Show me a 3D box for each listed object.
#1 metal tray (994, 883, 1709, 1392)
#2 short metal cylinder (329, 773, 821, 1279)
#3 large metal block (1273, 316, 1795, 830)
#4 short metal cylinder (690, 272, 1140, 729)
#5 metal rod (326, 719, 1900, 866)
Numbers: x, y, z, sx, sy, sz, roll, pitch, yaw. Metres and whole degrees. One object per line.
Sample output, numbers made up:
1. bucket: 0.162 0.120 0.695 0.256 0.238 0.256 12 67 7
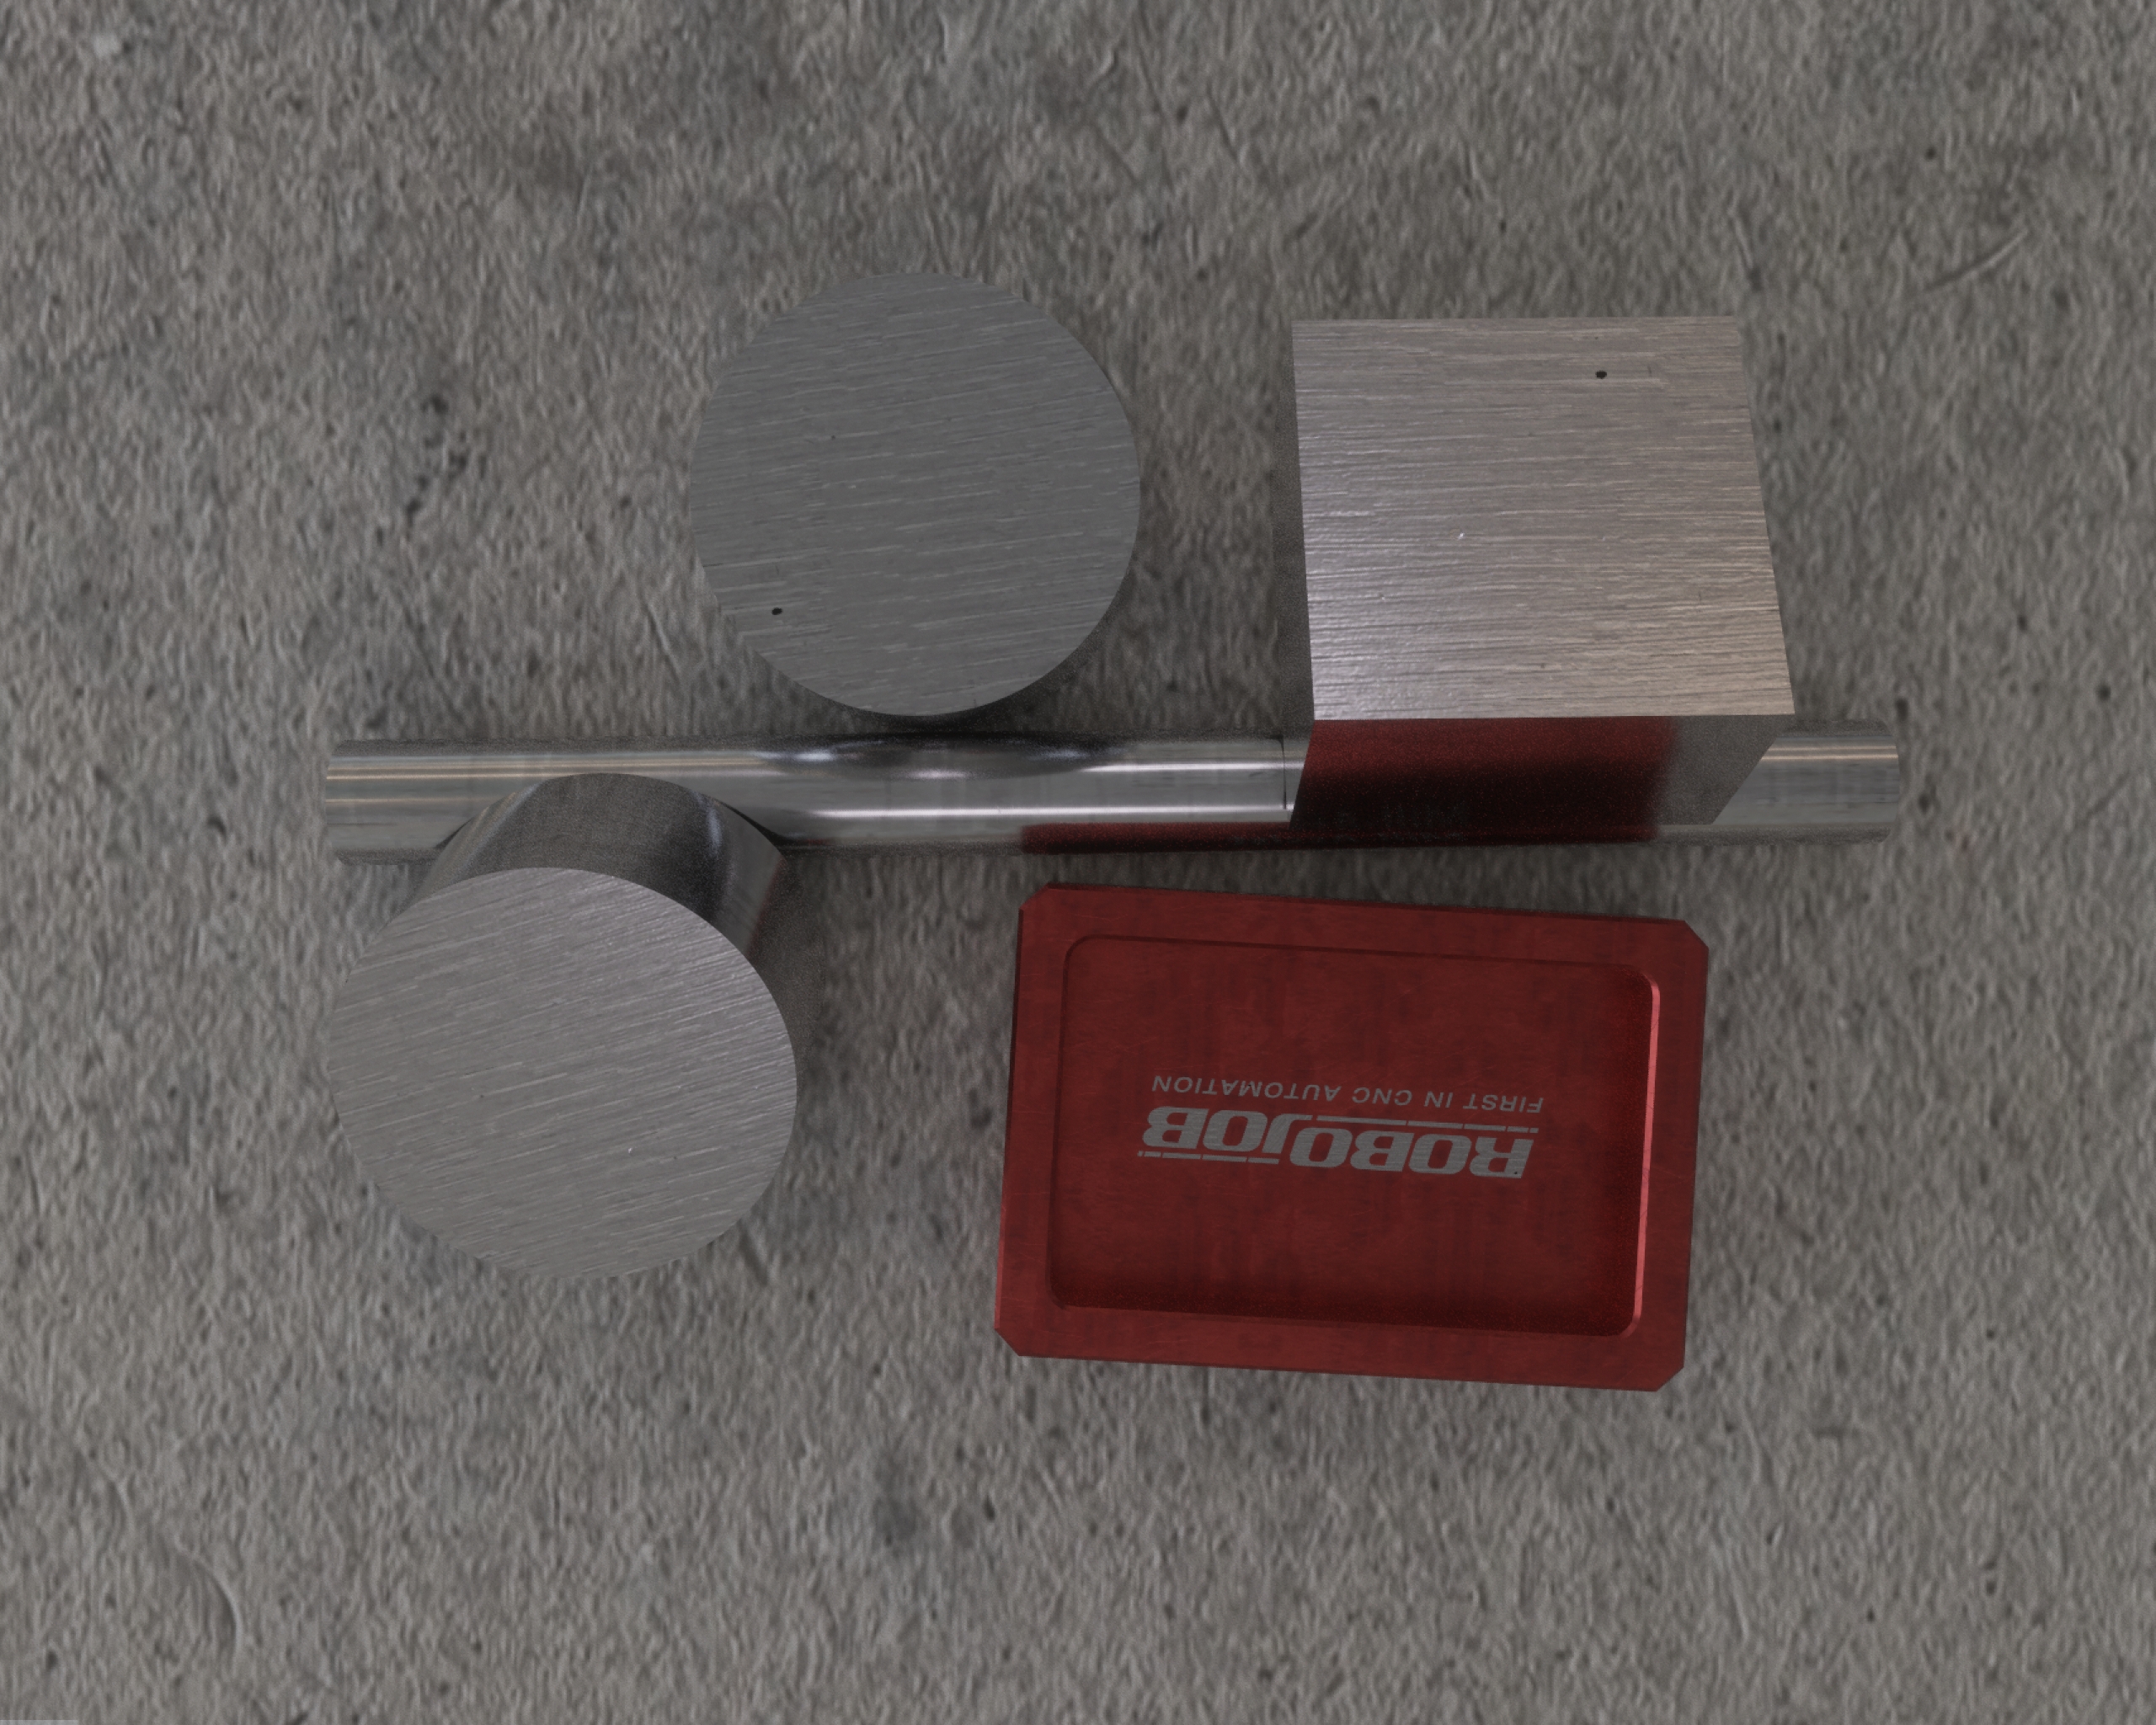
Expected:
1. metal tray: 0.052 0.052 0.408 0.131 0.030 0.089 3 90 0
2. short metal cylinder: -0.089 0.029 0.386 0.081 0.050 0.079 0 111 -1
3. large metal block: 0.080 -0.053 0.387 0.081 0.050 0.080 -1 69 0
4. short metal cylinder: -0.029 -0.066 0.398 0.081 0.050 0.080 0 90 0
5. metal rod: 0.007 -0.014 0.412 0.302 0.025 0.025 -1 90 0
